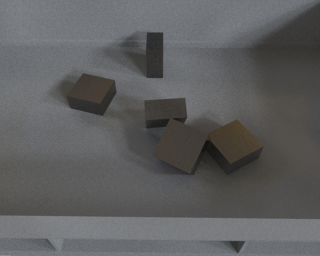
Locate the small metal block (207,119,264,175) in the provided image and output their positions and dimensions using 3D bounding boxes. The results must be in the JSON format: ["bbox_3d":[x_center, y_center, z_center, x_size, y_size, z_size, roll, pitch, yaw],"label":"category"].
[{"bbox_3d":[0.090,0.023,0.386,0.050,0.025,0.050,-24,54,-19],"label":"small metal block"}]

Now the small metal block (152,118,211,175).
[{"bbox_3d":[0.027,0.022,0.371,0.050,0.025,0.050,25,87,19],"label":"small metal block"}]

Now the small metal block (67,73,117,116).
[{"bbox_3d":[-0.097,-0.049,0.445,0.050,0.025,0.050,14,51,11],"label":"small metal block"}]

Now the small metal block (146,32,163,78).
[{"bbox_3d":[-0.008,-0.114,0.484,0.025,0.050,0.050,0,50,0],"label":"small metal block"}]

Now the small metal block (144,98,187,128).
[{"bbox_3d":[0.006,-0.018,0.400,0.050,0.050,0.025,-4,79,-3],"label":"small metal block"}]
